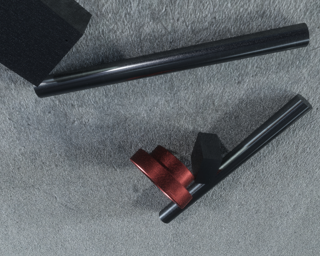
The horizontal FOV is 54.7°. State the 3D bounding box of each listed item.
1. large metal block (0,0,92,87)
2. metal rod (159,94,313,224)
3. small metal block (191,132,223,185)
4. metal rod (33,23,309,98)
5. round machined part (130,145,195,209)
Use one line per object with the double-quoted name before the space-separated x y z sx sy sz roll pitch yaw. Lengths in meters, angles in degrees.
"large metal block" -0.128 -0.101 0.303 0.080 0.050 0.080 37 121 -27
"metal rod" 0.094 0.061 0.460 0.025 0.025 0.298 28 125 -22
"small metal block" 0.063 0.042 0.427 0.025 0.050 0.050 6 130 -7
"metal rod" 0.005 -0.073 0.345 0.301 0.025 0.025 -10 130 7
"round machined part" 0.009 0.061 0.424 0.042 0.098 0.098 -46 124 -9
